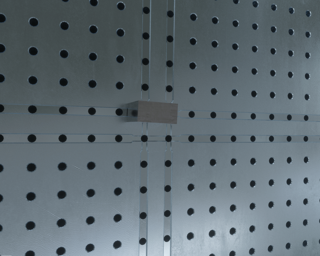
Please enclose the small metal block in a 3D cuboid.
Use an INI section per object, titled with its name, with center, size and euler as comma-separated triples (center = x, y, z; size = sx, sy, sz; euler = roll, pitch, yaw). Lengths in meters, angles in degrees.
[small metal block]
center = -0.011, -0.019, 0.395
size = 0.050, 0.050, 0.025
euler = 3, 89, -20
